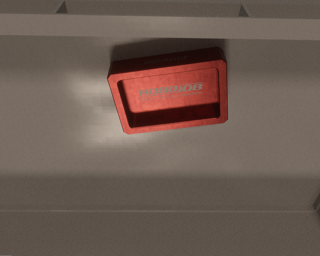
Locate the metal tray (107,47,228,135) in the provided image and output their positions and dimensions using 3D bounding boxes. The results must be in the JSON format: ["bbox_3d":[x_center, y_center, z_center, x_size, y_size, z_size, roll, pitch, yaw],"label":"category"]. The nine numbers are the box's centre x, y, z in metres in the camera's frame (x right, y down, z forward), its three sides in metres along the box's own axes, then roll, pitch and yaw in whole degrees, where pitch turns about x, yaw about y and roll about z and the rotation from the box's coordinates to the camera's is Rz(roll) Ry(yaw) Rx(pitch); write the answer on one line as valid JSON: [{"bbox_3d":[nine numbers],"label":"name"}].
[{"bbox_3d":[0.013,-0.041,0.370,0.131,0.030,0.089,-7,130,5],"label":"metal tray"}]
